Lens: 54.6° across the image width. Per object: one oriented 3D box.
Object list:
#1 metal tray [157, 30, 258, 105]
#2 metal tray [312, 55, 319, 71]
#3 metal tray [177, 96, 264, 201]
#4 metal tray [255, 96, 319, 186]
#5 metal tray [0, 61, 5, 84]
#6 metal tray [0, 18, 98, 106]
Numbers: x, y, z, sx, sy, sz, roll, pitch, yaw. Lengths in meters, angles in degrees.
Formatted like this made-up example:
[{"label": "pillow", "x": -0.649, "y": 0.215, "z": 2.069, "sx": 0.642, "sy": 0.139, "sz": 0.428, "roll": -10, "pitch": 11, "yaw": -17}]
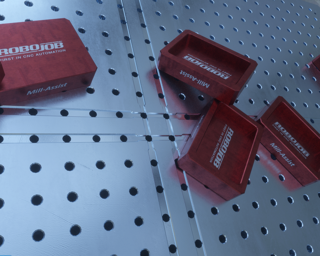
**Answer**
[{"label": "metal tray", "x": 0.073, "y": -0.097, "z": 0.478, "sx": 0.130, "sy": 0.030, "sz": 0.090, "roll": 30, "pitch": 50, "yaw": 13}, {"label": "metal tray", "x": 0.418, "y": -0.145, "z": 0.716, "sx": 0.131, "sy": 0.030, "sz": 0.090, "roll": -27, "pitch": 76, "yaw": -37}, {"label": "metal tray", "x": 0.089, "y": 0.024, "z": 0.437, "sx": 0.090, "sy": 0.030, "sz": 0.130, "roll": 35, "pitch": 51, "yaw": -5}, {"label": "metal tray", "x": 0.217, "y": 0.018, "z": 0.509, "sx": 0.130, "sy": 0.030, "sz": 0.090, "roll": 46, "pitch": 51, "yaw": 4}, {"label": "metal tray", "x": -0.213, "y": -0.020, "z": 0.278, "sx": 0.090, "sy": 0.030, "sz": 0.130, "roll": 22, "pitch": 71, "yaw": -15}, {"label": "metal tray", "x": -0.154, "y": -0.083, "z": 0.372, "sx": 0.131, "sy": 0.030, "sz": 0.090, "roll": -21, "pitch": 73, "yaw": -36}]
